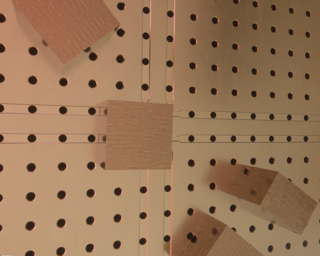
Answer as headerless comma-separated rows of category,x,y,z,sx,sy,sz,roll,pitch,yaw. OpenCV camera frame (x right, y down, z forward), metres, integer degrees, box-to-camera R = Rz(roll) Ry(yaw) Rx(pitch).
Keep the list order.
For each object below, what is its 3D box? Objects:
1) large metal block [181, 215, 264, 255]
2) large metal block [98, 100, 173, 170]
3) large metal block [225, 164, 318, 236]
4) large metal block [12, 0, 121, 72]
large metal block,0.084,0.183,0.430,0.080,0.050,0.080,42,77,-15
large metal block,-0.031,0.009,0.388,0.081,0.050,0.080,2,89,-20
large metal block,0.155,0.099,0.440,0.080,0.080,0.050,36,79,-17
large metal block,-0.107,-0.125,0.360,0.080,0.050,0.080,-41,103,-15
